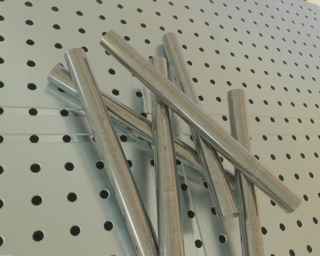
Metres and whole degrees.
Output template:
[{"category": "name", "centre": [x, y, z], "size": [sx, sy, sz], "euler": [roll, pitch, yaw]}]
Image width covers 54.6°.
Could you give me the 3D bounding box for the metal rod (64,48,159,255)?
[{"category": "metal rod", "centre": [-0.045, 0.046, 0.336], "size": [0.025, 0.025, 0.299], "euler": [-14, 75, -34]}]

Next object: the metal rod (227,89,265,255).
[{"category": "metal rod", "centre": [0.108, 0.090, 0.382], "size": [0.025, 0.025, 0.299], "euler": [10, 66, -23]}]

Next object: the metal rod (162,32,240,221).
[{"category": "metal rod", "centre": [0.046, -0.024, 0.423], "size": [0.025, 0.025, 0.299], "euler": [4, 53, -26]}]

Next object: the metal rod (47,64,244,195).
[{"category": "metal rod", "centre": [-0.004, 0.011, 0.399], "size": [0.301, 0.025, 0.025], "euler": [32, 52, -8]}]

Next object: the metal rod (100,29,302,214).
[{"category": "metal rod", "centre": [0.048, -0.008, 0.372], "size": [0.300, 0.025, 0.025], "euler": [42, 51, 1]}]

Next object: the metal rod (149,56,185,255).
[{"category": "metal rod", "centre": [0.006, 0.037, 0.353], "size": [0.025, 0.025, 0.299], "euler": [10, 56, -23]}]
